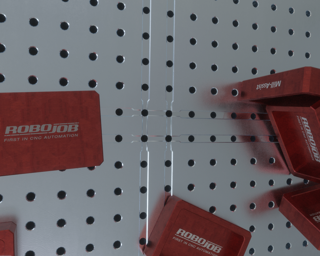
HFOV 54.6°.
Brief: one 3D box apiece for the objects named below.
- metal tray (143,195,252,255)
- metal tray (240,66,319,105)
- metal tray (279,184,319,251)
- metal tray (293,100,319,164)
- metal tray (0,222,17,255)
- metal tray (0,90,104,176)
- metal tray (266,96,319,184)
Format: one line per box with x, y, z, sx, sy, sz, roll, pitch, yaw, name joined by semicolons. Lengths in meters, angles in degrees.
0.054;0.160;0.429;0.131;0.030;0.090;29;81;-18;metal tray
0.185;-0.051;0.424;0.091;0.130;0.030;7;88;-20;metal tray
0.263;0.127;0.472;0.131;0.090;0.030;-9;121;-20;metal tray
0.289;0.020;0.502;0.090;0.030;0.130;-37;92;-17;metal tray
-0.224;0.156;0.327;0.131;0.030;0.090;-1;91;-20;metal tray
-0.136;0.004;0.360;0.131;0.030;0.090;-4;92;-20;metal tray
0.215;0.018;0.450;0.030;0.090;0.130;-31;106;-17;metal tray
